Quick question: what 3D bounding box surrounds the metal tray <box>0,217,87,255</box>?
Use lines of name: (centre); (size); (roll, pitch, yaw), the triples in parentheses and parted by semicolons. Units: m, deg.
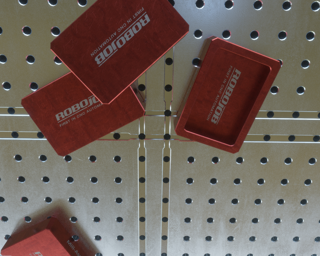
metal tray: (-0.170, 0.211, 0.486); (0.090, 0.030, 0.130); (-27, 108, 9)

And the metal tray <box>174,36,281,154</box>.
metal tray: (0.082, -0.040, 0.397); (0.091, 0.030, 0.129); (19, 109, -7)

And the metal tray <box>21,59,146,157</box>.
metal tray: (-0.095, -0.030, 0.398); (0.130, 0.030, 0.090); (-27, 108, 9)

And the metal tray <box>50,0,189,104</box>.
metal tray: (-0.044, -0.101, 0.352); (0.130, 0.030, 0.090); (-42, 98, 0)
